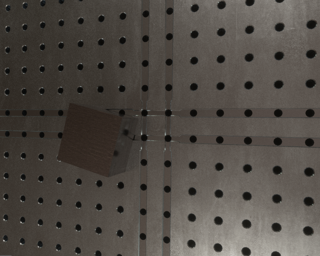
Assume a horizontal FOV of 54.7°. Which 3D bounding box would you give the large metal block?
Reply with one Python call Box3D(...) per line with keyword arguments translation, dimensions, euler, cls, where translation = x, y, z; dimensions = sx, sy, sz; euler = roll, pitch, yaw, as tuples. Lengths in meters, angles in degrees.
Box3D(translation=(-0.085, 0.015, 0.428), dimensions=(0.080, 0.050, 0.079), euler=(16, 95, 19), cls="large metal block")
